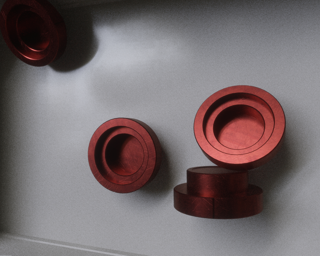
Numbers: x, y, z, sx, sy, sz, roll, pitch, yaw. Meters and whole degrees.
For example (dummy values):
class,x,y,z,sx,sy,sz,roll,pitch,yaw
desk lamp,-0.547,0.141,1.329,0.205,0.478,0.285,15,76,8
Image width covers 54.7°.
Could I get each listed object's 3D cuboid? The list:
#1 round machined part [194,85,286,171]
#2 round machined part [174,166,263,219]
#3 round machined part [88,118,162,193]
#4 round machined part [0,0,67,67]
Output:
class,x,y,z,sx,sy,sz,roll,pitch,yaw
round machined part,0.092,0.003,0.356,0.098,0.042,0.098,-9,61,17
round machined part,0.064,0.067,0.349,0.098,0.098,0.042,-1,90,20
round machined part,-0.043,0.035,0.417,0.098,0.042,0.097,0,90,20
round machined part,-0.177,-0.143,0.450,0.098,0.042,0.097,10,121,17
